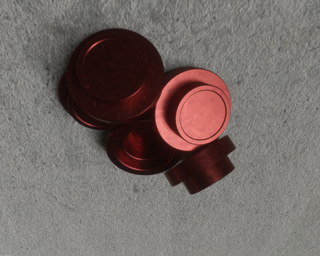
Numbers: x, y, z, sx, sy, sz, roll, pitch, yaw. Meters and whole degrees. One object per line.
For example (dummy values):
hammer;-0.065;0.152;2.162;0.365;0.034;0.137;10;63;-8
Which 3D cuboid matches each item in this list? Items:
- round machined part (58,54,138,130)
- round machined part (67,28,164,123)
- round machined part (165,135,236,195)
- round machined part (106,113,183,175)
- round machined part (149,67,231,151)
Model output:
round machined part;-0.071;-0.036;0.368;0.099;0.042;0.097;-1;130;0
round machined part;-0.045;-0.055;0.312;0.099;0.097;0.042;1;172;-1
round machined part;0.058;0.052;0.407;0.098;0.099;0.042;-35;81;26
round machined part;-0.020;0.015;0.410;0.099;0.042;0.097;-1;130;0
round machined part;0.040;-0.019;0.353;0.099;0.042;0.097;-6;108;-20
